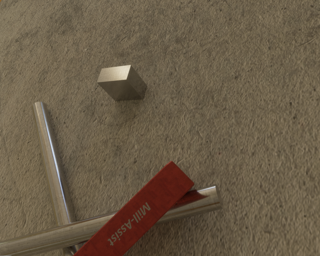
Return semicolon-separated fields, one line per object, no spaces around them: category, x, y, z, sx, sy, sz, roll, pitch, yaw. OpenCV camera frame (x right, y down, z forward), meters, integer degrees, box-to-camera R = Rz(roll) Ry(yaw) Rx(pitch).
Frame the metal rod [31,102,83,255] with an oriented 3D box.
metal rod;-0.149;0.067;0.438;0.025;0.025;0.300;-34;52;5

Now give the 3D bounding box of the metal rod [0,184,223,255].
metal rod;-0.080;0.113;0.343;0.301;0.025;0.025;-18;55;14

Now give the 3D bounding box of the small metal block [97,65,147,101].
small metal block;-0.055;-0.065;0.455;0.050;0.050;0.025;-1;62;27

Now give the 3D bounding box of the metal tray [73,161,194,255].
metal tray;-0.022;0.091;0.314;0.130;0.090;0.030;-44;79;-3
